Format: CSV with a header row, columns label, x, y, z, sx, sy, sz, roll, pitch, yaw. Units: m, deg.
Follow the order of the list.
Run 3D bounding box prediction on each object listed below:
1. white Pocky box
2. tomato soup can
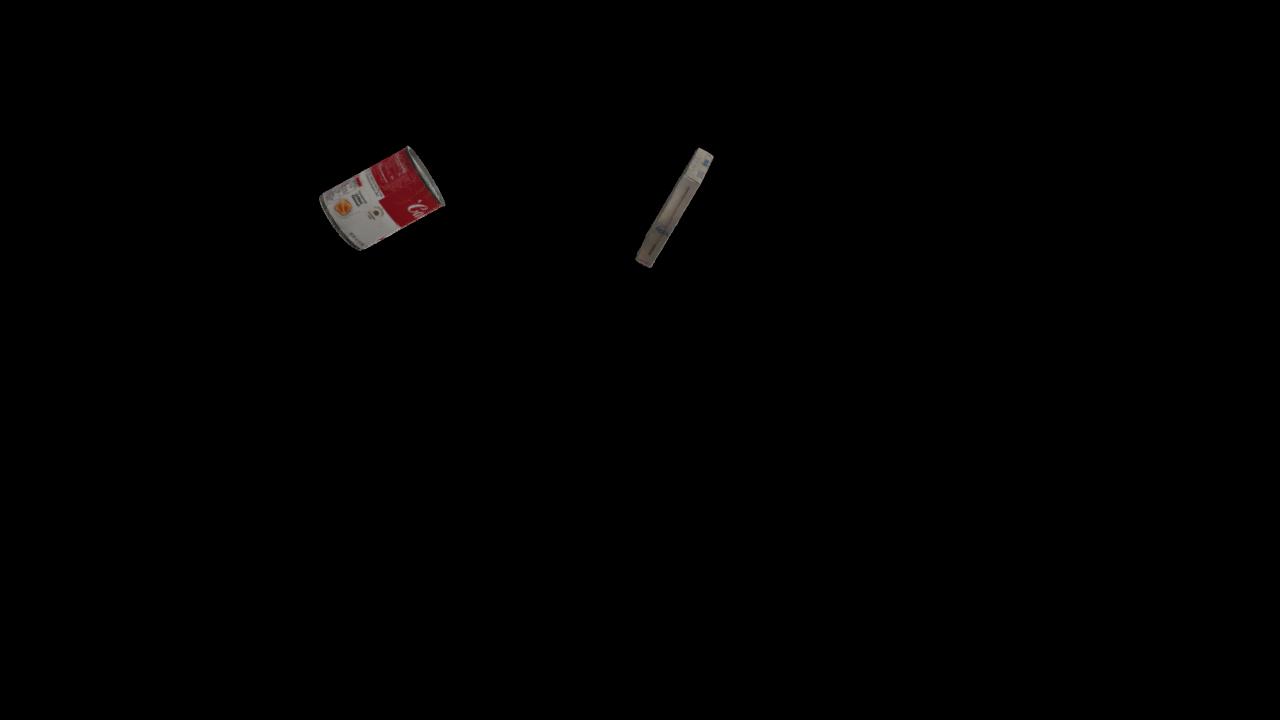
label,x,y,z,sx,sy,sz,roll,pitch,yaw
white Pocky box,0.044,-0.203,0.828,0.028,0.084,0.154,28,-43,-7
tomato soup can,-0.261,-0.164,0.627,0.101,0.068,0.068,-29,1,-2
